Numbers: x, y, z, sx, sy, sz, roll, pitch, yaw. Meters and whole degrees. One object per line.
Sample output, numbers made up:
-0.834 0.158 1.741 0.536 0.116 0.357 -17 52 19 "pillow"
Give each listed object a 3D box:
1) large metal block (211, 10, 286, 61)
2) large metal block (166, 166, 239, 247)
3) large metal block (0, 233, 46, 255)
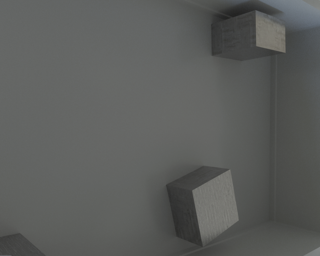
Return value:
0.138 -0.140 0.486 0.081 0.080 0.050 -3 92 -40 "large metal block"
0.062 0.107 0.443 0.081 0.050 0.080 -19 102 -38 "large metal block"
-0.144 0.129 0.250 0.081 0.080 0.050 1 90 -40 "large metal block"
